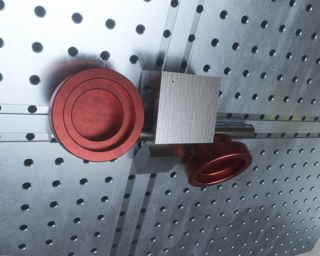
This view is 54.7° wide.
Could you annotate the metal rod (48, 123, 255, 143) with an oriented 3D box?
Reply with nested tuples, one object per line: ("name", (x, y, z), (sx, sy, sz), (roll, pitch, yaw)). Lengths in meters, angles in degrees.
("metal rod", (0.009, 0.005, 0.420), (0.303, 0.025, 0.025), (0, 118, -29))

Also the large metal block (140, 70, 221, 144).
("large metal block", (0.022, -0.026, 0.376), (0.081, 0.050, 0.079), (1, 100, -29))

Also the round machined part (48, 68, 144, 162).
("round machined part", (-0.070, -0.014, 0.337), (0.099, 0.042, 0.097), (-2, 93, -29))

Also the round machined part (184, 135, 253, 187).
("round machined part", (0.082, 0.046, 0.458), (0.099, 0.042, 0.098), (-14, 148, -9))

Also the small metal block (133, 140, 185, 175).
("small metal block", (-0.002, 0.040, 0.422), (0.050, 0.025, 0.050), (1, 147, -29))
